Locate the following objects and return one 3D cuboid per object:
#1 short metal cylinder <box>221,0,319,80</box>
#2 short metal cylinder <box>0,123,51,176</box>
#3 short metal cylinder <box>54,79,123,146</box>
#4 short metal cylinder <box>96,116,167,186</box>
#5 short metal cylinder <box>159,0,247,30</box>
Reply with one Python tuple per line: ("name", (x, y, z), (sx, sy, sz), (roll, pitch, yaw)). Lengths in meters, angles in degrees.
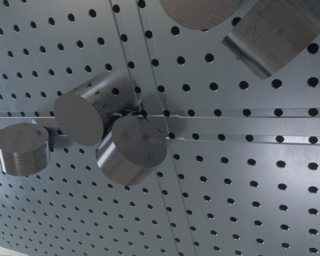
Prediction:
("short metal cylinder", (0.100, -0.088, 0.269), (0.050, 0.080, 0.080), (43, 129, -2))
("short metal cylinder", (-0.227, 0.034, 0.517), (0.080, 0.080, 0.050), (20, 126, 16))
("short metal cylinder", (-0.099, -0.022, 0.434), (0.080, 0.050, 0.079), (13, 124, 21))
("short metal cylinder", (-0.038, 0.030, 0.415), (0.080, 0.080, 0.050), (41, 129, 0))
("short metal cylinder", (0.043, -0.137, 0.287), (0.080, 0.050, 0.079), (13, 124, 21))
